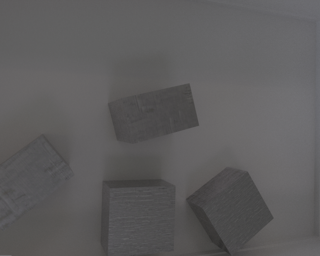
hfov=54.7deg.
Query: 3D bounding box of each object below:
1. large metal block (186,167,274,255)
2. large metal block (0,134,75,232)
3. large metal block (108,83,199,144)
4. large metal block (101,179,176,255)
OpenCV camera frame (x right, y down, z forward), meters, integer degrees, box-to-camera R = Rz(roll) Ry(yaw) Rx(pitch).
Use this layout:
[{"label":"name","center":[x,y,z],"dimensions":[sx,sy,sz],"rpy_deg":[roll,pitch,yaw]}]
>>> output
[{"label":"large metal block","center":[0.097,0.113,0.433],"dimensions":[0.080,0.050,0.080],"rpy_deg":[-34,101,-17]},{"label":"large metal block","center":[-0.143,0.051,0.329],"dimensions":[0.080,0.080,0.050],"rpy_deg":[-39,103,-16]},{"label":"large metal block","center":[-0.011,-0.017,0.377],"dimensions":[0.081,0.080,0.050],"rpy_deg":[-15,95,-19]},{"label":"large metal block","center":[-0.028,0.109,0.387],"dimensions":[0.081,0.050,0.080],"rpy_deg":[2,90,-20]}]
